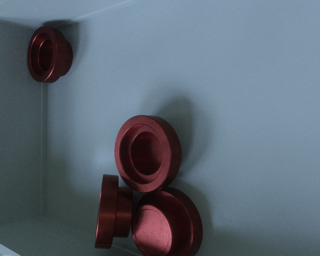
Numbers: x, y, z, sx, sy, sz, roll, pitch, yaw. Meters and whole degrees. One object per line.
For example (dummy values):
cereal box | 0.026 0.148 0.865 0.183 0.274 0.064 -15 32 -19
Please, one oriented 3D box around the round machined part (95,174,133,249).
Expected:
round machined part | -0.063 0.115 0.426 0.098 0.042 0.097 -172 89 -80

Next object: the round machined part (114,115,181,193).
round machined part | -0.011 0.032 0.405 0.098 0.042 0.097 0 90 40

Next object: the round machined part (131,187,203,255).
round machined part | 0.002 0.128 0.395 0.098 0.042 0.097 0 90 40

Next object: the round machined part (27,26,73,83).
round machined part | -0.194 -0.129 0.556 0.098 0.042 0.097 0 90 40
